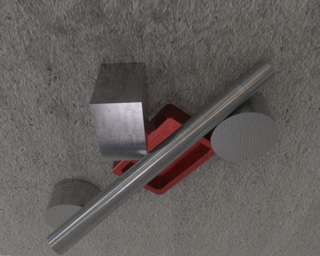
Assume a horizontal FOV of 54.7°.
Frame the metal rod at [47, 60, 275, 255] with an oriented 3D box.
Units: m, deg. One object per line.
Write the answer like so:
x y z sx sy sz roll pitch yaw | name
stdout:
0.006 0.027 0.339 0.301 0.025 0.025 -39 125 -6 | metal rod

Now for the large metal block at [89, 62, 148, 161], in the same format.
-0.041 -0.019 0.354 0.050 0.080 0.079 -2 130 1 | large metal block

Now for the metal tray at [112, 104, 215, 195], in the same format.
0.006 0.036 0.433 0.090 0.030 0.129 31 123 -24 | metal tray

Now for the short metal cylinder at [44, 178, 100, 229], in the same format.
-0.137 0.126 0.497 0.081 0.050 0.079 0 130 0 | short metal cylinder

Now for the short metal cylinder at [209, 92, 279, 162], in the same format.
0.101 -0.003 0.389 0.081 0.050 0.079 0 130 0 | short metal cylinder
